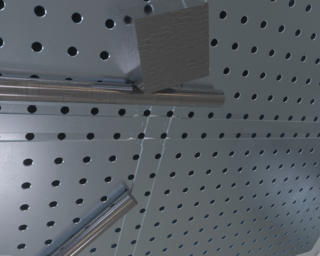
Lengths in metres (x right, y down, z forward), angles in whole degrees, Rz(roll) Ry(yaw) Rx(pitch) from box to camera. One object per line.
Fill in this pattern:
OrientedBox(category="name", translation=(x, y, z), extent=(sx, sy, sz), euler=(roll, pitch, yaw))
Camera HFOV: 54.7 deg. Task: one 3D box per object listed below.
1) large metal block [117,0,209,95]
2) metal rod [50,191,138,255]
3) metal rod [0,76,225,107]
OrientedBox(category="large metal block", translation=(0.006, -0.093, 0.341), extent=(0.081, 0.050, 0.079), euler=(-19, 126, -18))
OrientedBox(category="metal rod", translation=(-0.155, 0.198, 0.449), extent=(0.300, 0.025, 0.025), euler=(-40, 130, -1))
OrientedBox(category="metal rod", translation=(-0.051, -0.040, 0.359), extent=(0.303, 0.025, 0.025), euler=(-1, 119, -28))
